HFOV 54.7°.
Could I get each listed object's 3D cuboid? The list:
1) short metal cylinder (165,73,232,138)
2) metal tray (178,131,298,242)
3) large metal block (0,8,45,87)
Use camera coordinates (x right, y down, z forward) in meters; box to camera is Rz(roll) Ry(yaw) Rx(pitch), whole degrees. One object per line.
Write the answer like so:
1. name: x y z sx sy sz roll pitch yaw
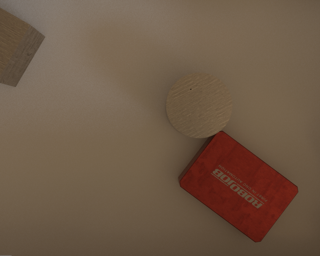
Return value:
1. short metal cylinder: 0.047 -0.028 0.400 0.081 0.050 0.079 0 90 -1
2. metal tray: 0.101 0.075 0.410 0.130 0.030 0.090 37 90 -1
3. large metal block: -0.211 -0.110 0.396 0.080 0.050 0.080 30 90 -1
